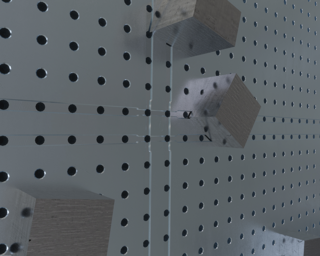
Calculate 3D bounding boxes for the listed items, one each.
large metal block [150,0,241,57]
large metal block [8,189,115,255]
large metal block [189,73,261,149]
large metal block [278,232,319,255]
[{"bbox_3d":[0.047,-0.140,0.411,0.080,0.080,0.050,20,78,-38],"label":"large metal block"},{"bbox_3d":[-0.098,0.107,0.310,0.081,0.050,0.080,12,82,-39],"label":"large metal block"},{"bbox_3d":[0.102,-0.025,0.477,0.080,0.050,0.080,43,64,-32],"label":"large metal block"},{"bbox_3d":[0.285,0.259,0.630,0.081,0.050,0.080,10,84,-39],"label":"large metal block"}]
